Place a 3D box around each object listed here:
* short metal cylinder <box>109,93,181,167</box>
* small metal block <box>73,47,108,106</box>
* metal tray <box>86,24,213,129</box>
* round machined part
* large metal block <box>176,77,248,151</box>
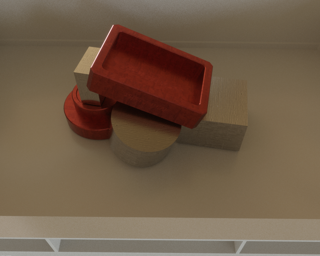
[{"bbox_3d":[-0.020,0.001,0.371,0.081,0.050,0.080,6,63,-11],"label":"short metal cylinder"},{"bbox_3d":[-0.081,-0.064,0.385,0.025,0.050,0.050,10,51,8],"label":"small metal block"},{"bbox_3d":[-0.007,-0.061,0.359,0.131,0.030,0.090,20,50,-8],"label":"metal tray"},{"bbox_3d":[-0.081,-0.035,0.420,0.099,0.042,0.098,0,50,0],"label":"round machined part"},{"bbox_3d":[0.068,-0.022,0.404,0.080,0.050,0.080,8,50,6],"label":"large metal block"}]
